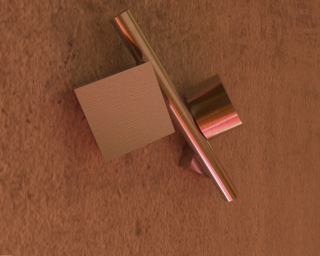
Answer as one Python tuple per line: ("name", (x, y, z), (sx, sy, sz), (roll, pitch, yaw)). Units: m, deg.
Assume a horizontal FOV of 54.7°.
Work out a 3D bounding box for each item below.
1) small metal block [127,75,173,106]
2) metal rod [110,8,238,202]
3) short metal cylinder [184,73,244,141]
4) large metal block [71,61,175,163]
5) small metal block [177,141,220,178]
("small metal block", (-0.014, -0.049, 0.396), (0.050, 0.025, 0.050), (16, 80, -39))
("metal rod", (0.031, -0.012, 0.402), (0.025, 0.025, 0.299), (-49, 119, -29))
("short metal cylinder", (0.075, -0.029, 0.429), (0.080, 0.050, 0.080), (56, 18, -27))
("large metal block", (-0.040, -0.021, 0.336), (0.081, 0.050, 0.080), (-24, 107, -13))
("small metal block", (0.058, 0.042, 0.458), (0.050, 0.025, 0.050), (31, 71, -36))
